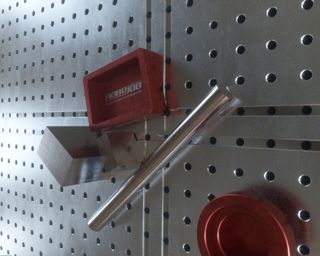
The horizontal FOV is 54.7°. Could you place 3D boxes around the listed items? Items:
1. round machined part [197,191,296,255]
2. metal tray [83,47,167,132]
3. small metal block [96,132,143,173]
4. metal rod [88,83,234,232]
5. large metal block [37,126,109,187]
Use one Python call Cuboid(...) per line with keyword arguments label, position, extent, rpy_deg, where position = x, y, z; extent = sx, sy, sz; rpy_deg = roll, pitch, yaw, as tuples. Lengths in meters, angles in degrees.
Cuboid(label="round machined part", position=(0.091, 0.114, 0.322), extent=(0.098, 0.042, 0.097), rpy_deg=(0, 90, 39))
Cuboid(label="metal tray", position=(-0.056, -0.050, 0.449), extent=(0.130, 0.030, 0.090), rpy_deg=(-16, 80, 38))
Cuboid(label="small metal block", position=(-0.056, 0.033, 0.437), extent=(0.025, 0.050, 0.050), rpy_deg=(-33, 70, 35))
Cuboid(label="metal rod", position=(-0.015, 0.056, 0.419), extent=(0.299, 0.025, 0.025), rpy_deg=(-48, 62, 29))
Cuboid(label="large metal block", position=(-0.127, 0.040, 0.476), extent=(0.080, 0.081, 0.050), rpy_deg=(40, 115, 32))
